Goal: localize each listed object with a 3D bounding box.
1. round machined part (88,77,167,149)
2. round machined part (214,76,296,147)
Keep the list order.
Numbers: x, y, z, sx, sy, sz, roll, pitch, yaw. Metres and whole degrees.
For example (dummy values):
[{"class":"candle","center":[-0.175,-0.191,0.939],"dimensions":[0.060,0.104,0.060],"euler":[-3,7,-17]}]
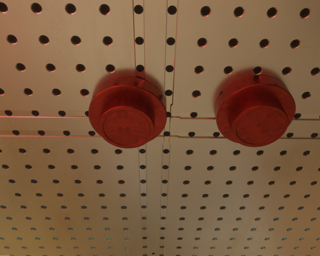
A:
[{"class":"round machined part","center":[-0.041,-0.012,0.390],"dimensions":[0.099,0.042,0.097],"euler":[-1,130,0]},{"class":"round machined part","center":[0.121,-0.014,0.391],"dimensions":[0.099,0.042,0.097],"euler":[-1,130,0]}]
